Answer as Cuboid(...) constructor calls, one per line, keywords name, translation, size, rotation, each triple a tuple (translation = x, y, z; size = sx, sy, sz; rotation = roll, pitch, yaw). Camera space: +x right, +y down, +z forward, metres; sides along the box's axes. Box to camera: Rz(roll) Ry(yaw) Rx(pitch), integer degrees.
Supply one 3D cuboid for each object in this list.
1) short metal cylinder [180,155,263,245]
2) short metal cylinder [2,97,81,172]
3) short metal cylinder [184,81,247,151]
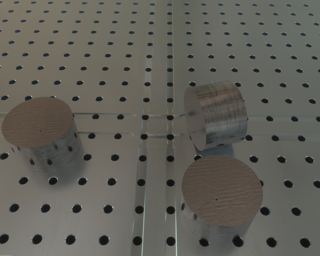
Cuboid(name="short metal cylinder", translation=(0.062, 0.075, 0.328), size=(0.081, 0.050, 0.080), rotation=(0, 50, 0))
Cuboid(name="short metal cylinder", translation=(-0.144, 0.007, 0.384), size=(0.081, 0.050, 0.080), rotation=(0, 50, 0))
Cuboid(name="short metal cylinder", translation=(0.066, -0.016, 0.385), size=(0.050, 0.080, 0.080), rotation=(-12, 51, -10))
